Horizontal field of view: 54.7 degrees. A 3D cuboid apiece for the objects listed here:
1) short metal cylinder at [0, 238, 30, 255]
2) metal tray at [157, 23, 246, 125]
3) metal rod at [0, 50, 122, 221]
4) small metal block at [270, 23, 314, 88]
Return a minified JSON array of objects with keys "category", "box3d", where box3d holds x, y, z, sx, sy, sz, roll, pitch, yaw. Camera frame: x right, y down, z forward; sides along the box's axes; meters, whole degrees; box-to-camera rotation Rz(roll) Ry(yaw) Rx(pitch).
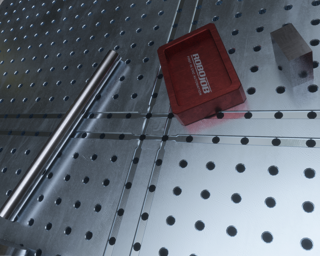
[{"category":"short metal cylinder","box3d":[-0.212,0.164,0.381,0.080,0.080,0.050,5,64,30]},{"category":"metal tray","box3d":[0.052,-0.076,0.423,0.090,0.030,0.130,-22,54,14]},{"category":"metal rod","box3d":[-0.148,0.002,0.482,0.025,0.025,0.300,19,72,35]},{"category":"small metal block","box3d":[0.155,-0.084,0.363,0.025,0.050,0.050,-24,53,14]}]
